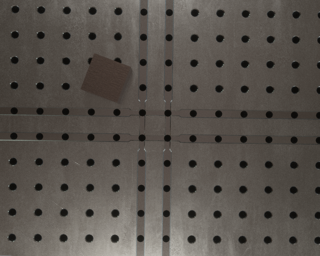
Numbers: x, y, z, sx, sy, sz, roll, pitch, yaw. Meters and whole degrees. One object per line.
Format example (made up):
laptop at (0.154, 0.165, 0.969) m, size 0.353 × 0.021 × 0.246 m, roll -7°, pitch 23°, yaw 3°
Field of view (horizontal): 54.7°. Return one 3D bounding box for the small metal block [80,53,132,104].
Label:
small metal block at (-0.070, -0.065, 0.412) m, size 0.050 × 0.025 × 0.050 m, roll 21°, pitch 90°, yaw -1°
